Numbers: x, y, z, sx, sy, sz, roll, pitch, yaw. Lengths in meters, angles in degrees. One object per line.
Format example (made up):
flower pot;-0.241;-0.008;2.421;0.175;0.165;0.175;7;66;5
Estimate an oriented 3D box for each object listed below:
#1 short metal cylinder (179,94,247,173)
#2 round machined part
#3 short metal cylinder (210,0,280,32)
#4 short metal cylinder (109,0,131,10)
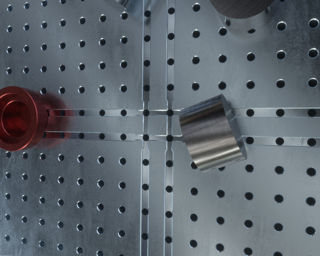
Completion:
short metal cylinder;0.063;0.006;0.361;0.050;0.080;0.080;-22;83;19
round machined part;-0.214;-0.014;0.479;0.098;0.042;0.097;0;90;20
short metal cylinder;0.100;-0.160;0.364;0.080;0.050;0.079;0;90;20
short metal cylinder;-0.067;-0.201;0.407;0.080;0.080;0.050;35;101;16
